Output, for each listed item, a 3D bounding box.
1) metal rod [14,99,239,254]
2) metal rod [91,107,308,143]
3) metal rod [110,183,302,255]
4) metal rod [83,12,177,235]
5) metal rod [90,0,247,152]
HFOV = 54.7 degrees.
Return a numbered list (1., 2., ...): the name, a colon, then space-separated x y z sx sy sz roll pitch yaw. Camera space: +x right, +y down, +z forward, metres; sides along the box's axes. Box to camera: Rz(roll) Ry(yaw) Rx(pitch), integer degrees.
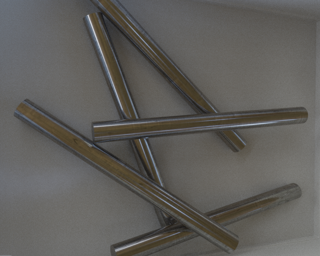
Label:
1. metal rod: -0.034 0.061 0.368 0.301 0.025 0.025 34 79 -6
2. metal rod: 0.065 -0.007 0.405 0.302 0.025 0.025 -5 92 -19
3. metal rod: 0.081 0.122 0.421 0.303 0.025 0.025 -10 94 -27
4. metal rod: -0.032 0.002 0.398 0.025 0.025 0.298 -22 98 -19
5. metal rod: 0.014 -0.074 0.408 0.300 0.025 0.025 44 76 -17
